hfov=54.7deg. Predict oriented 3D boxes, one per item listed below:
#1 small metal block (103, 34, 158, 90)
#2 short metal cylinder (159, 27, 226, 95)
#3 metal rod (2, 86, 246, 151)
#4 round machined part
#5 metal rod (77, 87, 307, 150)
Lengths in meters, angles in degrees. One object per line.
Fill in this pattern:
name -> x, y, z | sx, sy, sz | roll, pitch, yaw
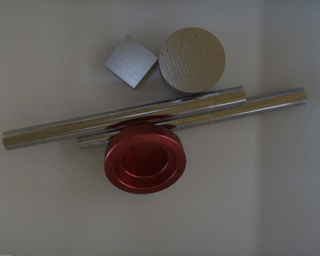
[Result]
small metal block -> -0.038, -0.086, 0.411 | 0.050, 0.025, 0.050 | 38, 90, -1
short metal cylinder -> 0.039, -0.082, 0.399 | 0.081, 0.050, 0.079 | 0, 90, -1
metal rod -> -0.043, -0.013, 0.390 | 0.302, 0.025, 0.025 | -11, 90, -1
round machined part -> -0.020, 0.034, 0.387 | 0.099, 0.042, 0.097 | -5, 126, -6
metal rod -> 0.042, -0.013, 0.412 | 0.302, 0.025, 0.025 | -11, 90, -1
